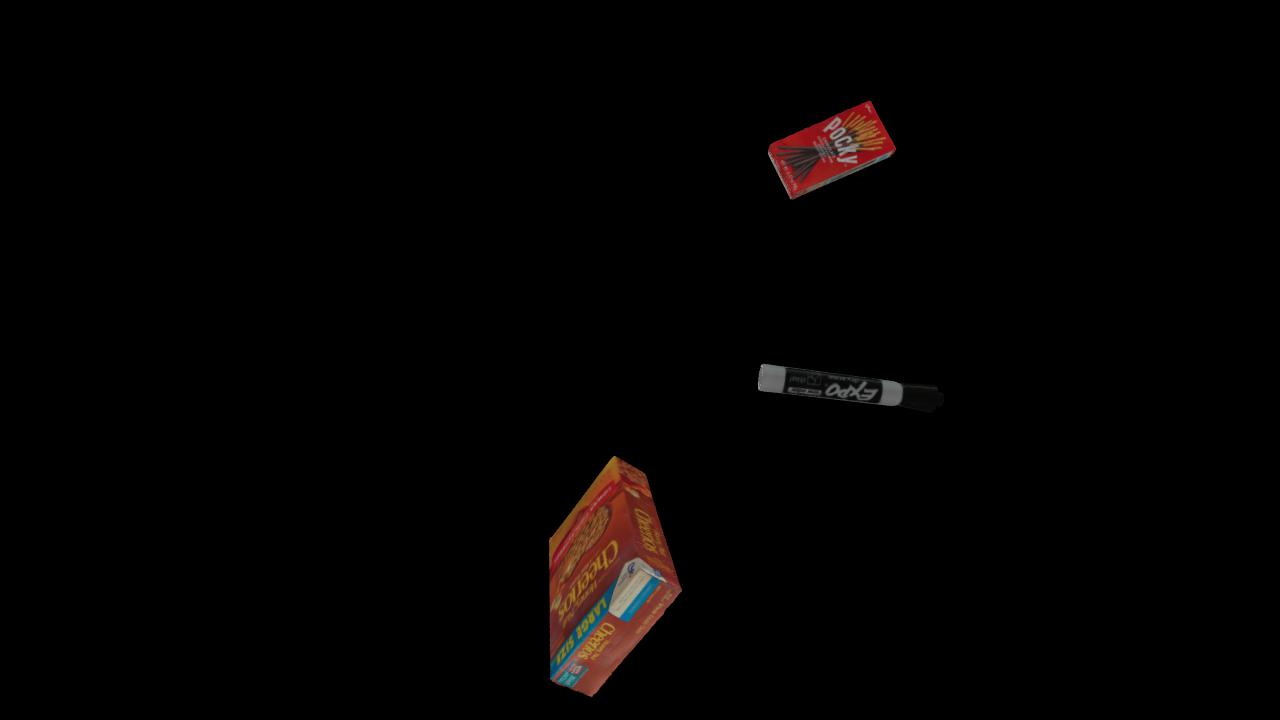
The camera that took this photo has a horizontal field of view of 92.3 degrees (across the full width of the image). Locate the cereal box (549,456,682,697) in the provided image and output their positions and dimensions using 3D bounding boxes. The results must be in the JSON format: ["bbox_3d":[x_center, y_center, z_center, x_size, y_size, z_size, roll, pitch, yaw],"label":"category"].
[{"bbox_3d":[-0.053,0.304,0.923,0.081,0.203,0.306,33,12,-17],"label":"cereal box"}]

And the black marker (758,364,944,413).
[{"bbox_3d":[0.141,0.019,0.413,0.121,0.020,0.020,7,0,3],"label":"black marker"}]

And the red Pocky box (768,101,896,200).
[{"bbox_3d":[0.265,-0.292,0.855,0.155,0.083,0.028,-24,-11,1],"label":"red Pocky box"}]
